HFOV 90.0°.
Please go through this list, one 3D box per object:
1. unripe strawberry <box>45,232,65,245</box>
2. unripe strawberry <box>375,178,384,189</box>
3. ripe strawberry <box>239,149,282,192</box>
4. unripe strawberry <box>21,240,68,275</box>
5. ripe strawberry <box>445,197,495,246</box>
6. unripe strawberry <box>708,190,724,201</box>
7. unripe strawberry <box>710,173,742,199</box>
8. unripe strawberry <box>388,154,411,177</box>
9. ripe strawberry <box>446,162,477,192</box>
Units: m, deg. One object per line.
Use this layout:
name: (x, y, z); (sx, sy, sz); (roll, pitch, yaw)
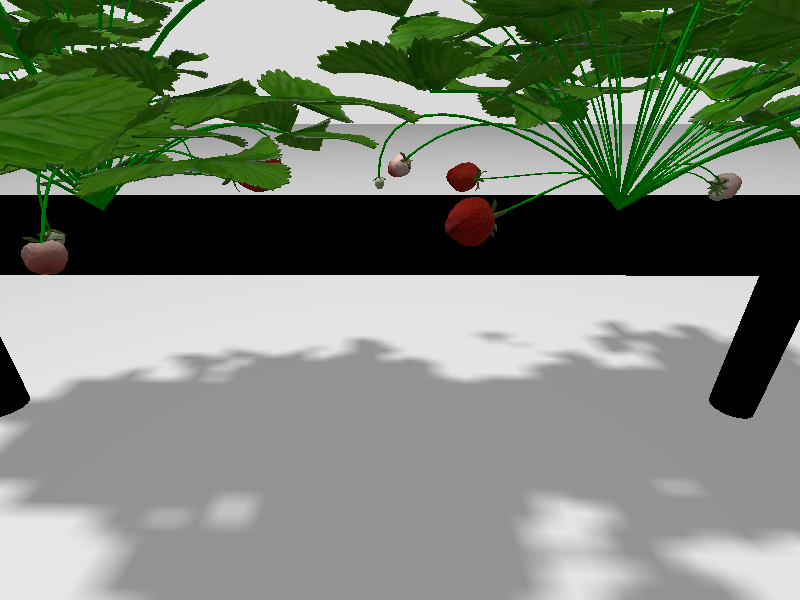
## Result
unripe strawberry: (-0.203, -0.035, 0.234); (0.011, 0.011, 0.010); (-11, 27, -22)
unripe strawberry: (-0.020, -0.115, 0.396); (0.010, 0.011, 0.011); (7, 26, 14)
ripe strawberry: (-0.145, -0.133, 0.411); (0.049, 0.042, 0.049); (-16, 29, -31)
unripe strawberry: (-0.184, -0.022, 0.208); (0.019, 0.017, 0.017); (-12, -5, -24)
ripe strawberry: (0.042, -0.048, 0.250); (0.032, 0.031, 0.030); (-17, 30, -31)
unripe strawberry: (0.298, -0.098, 0.377); (0.011, 0.011, 0.013); (47, 4, -30)
unripe strawberry: (0.321, -0.111, 0.393); (0.025, 0.025, 0.023); (2, 23, -25)
unripe strawberry: (-0.002, -0.169, 0.507); (0.031, 0.027, 0.031); (-24, 0, -41)
ripe strawberry: (0.065, -0.128, 0.417); (0.034, 0.029, 0.034); (15, 29, 30)
